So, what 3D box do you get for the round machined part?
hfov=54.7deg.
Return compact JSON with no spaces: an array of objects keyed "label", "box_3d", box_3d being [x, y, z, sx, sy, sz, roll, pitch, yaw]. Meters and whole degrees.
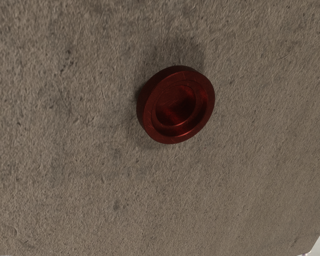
[{"label":"round machined part","box_3d":[0.016,-0.032,0.387,0.099,0.042,0.097,-14,125,-21]}]
